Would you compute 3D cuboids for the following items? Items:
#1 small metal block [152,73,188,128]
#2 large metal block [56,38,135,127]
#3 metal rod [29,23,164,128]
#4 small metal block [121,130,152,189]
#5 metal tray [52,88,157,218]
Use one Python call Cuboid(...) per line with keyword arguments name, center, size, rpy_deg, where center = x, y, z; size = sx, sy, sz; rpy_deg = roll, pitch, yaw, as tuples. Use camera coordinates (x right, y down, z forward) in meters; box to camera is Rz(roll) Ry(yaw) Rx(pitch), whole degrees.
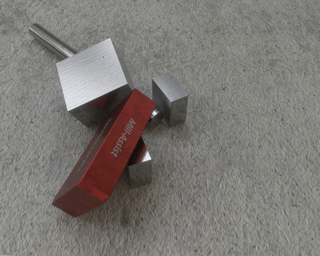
Cuboid(name="small metal block", center=(0.013, -0.038, 0.419), size=(0.025, 0.050, 0.050), rpy_deg=(-23, 54, -18))
Cuboid(name="large metal block", center=(-0.082, -0.060, 0.412), size=(0.080, 0.050, 0.080), rpy_deg=(-24, 62, 4))
Cuboid(name="metal rod", center=(-0.111, -0.091, 0.478), size=(0.300, 0.025, 0.025), rpy_deg=(37, 59, 26))
Cuboid(name="small metal block", center=(-0.030, 0.034, 0.358), size=(0.025, 0.050, 0.050), rpy_deg=(-16, 52, -13))
Cuboid(name="metal tray", center=(-0.059, 0.026, 0.337), size=(0.030, 0.090, 0.130), rpy_deg=(37, 51, -15))
